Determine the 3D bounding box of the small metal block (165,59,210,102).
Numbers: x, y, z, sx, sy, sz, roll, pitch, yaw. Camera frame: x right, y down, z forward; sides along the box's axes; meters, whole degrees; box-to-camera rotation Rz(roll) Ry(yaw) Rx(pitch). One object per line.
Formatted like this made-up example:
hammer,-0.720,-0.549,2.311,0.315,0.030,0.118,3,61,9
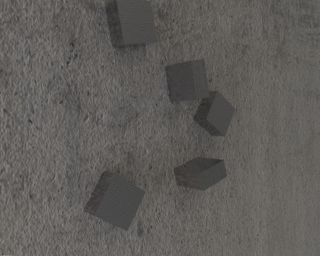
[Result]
small metal block,0.036,-0.063,0.418,0.025,0.050,0.050,-16,100,-39

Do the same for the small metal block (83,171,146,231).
small metal block,-0.052,0.085,0.361,0.050,0.025,0.050,39,66,-33

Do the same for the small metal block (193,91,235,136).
small metal block,0.084,-0.021,0.475,0.050,0.025,0.050,38,67,-34

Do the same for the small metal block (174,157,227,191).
small metal block,0.057,0.063,0.436,0.050,0.050,0.025,-21,104,-38

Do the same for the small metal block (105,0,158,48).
small metal block,-0.034,-0.126,0.375,0.050,0.025,0.050,-17,101,-39
